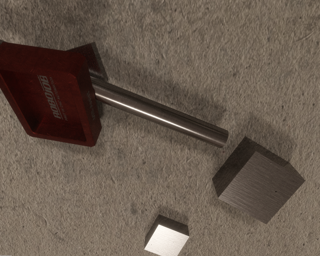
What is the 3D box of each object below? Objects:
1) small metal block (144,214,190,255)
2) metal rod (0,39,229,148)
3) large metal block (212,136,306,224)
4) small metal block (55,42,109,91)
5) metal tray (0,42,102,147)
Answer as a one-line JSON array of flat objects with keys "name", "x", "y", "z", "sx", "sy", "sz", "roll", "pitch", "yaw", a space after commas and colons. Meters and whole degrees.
[{"name": "small metal block", "x": 0.010, "y": 0.167, "z": 0.471, "sx": 0.050, "sy": 0.025, "sz": 0.050, "roll": 24, "pitch": 108, "yaw": -9}, {"name": "metal rod", "x": -0.056, "y": -0.039, "z": 0.369, "sx": 0.302, "sy": 0.025, "sz": 0.025, "roll": 21, "pitch": 109, "yaw": -12}, {"name": "large metal block", "x": 0.131, "y": 0.071, "z": 0.425, "sx": 0.080, "sy": 0.050, "sz": 0.080, "roll": 30, "pitch": 107, "yaw": -11}, {"name": "small metal block", "x": -0.097, "y": -0.074, "z": 0.381, "sx": 0.050, "sy": 0.025, "sz": 0.050, "roll": -16, "pitch": 110, "yaw": 5}, {"name": "metal tray", "x": -0.122, "y": -0.031, "z": 0.350, "sx": 0.090, "sy": 0.030, "sz": 0.129, "roll": 9, "pitch": 145, "yaw": 5}]
